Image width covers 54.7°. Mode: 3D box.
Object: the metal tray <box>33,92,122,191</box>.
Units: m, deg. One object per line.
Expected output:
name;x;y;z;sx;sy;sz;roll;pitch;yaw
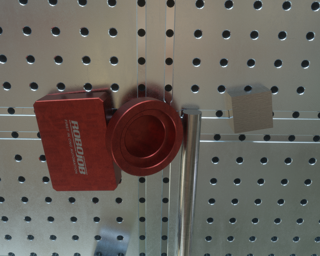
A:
metal tray;-0.106;0.020;0.411;0.090;0.030;0.129;-2;110;7

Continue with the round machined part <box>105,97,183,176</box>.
round machined part;-0.023;0.008;0.393;0.099;0.042;0.097;-10;111;-28

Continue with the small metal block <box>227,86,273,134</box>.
small metal block;0.118;-0.024;0.406;0.050;0.025;0.050;-9;110;3

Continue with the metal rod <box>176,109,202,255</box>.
metal rod;0.039;0.118;0.457;0.025;0.025;0.298;1;110;-1
